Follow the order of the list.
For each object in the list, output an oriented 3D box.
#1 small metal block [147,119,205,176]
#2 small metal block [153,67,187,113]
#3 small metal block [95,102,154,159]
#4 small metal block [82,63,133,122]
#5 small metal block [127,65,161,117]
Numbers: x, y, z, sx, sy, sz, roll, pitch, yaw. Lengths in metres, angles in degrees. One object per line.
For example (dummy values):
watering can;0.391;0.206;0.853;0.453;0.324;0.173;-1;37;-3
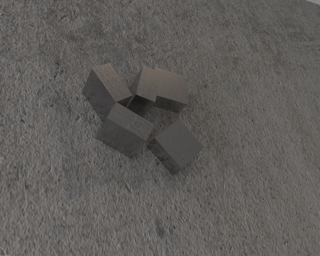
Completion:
small metal block;0.020;0.024;0.400;0.050;0.025;0.050;48;51;6
small metal block;0.010;-0.054;0.442;0.050;0.025;0.050;14;56;-20
small metal block;-0.042;0.004;0.362;0.050;0.050;0.025;31;52;-9
small metal block;-0.065;-0.042;0.378;0.025;0.050;0.050;-28;77;-37
small metal block;-0.024;-0.044;0.401;0.025;0.050;0.050;21;54;-16
